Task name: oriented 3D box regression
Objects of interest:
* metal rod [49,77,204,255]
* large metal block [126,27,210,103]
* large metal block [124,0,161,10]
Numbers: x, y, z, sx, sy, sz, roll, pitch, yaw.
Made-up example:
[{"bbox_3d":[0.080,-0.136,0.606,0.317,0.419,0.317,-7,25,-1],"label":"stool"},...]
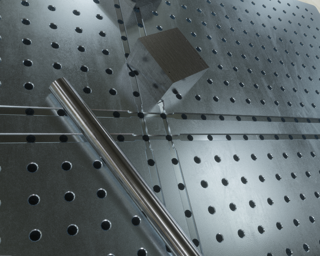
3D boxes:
[{"bbox_3d":[-0.030,0.063,0.354,0.025,0.025,0.300,-33,80,-38],"label":"metal rod"},{"bbox_3d":[0.011,-0.094,0.457,0.081,0.050,0.080,-29,78,-38],"label":"large metal block"},{"bbox_3d":[-0.037,-0.260,0.532,0.080,0.050,0.080,48,51,5],"label":"large metal block"}]
